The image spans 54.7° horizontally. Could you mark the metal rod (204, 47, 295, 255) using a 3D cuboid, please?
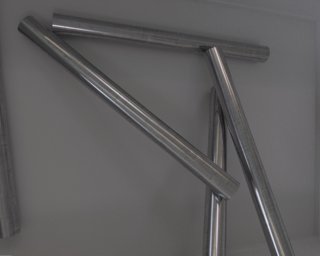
[{"bbox_3d":[0.110,0.037,0.380,0.025,0.025,0.299,-10,74,-20],"label":"metal rod"}]

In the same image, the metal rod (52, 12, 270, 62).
[{"bbox_3d":[0.016,-0.117,0.415,0.302,0.025,0.025,2,89,-20],"label":"metal rod"}]

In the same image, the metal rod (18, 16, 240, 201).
[{"bbox_3d":[-0.037,-0.024,0.349,0.300,0.025,0.025,39,77,3],"label":"metal rod"}]

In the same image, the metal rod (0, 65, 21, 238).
[{"bbox_3d":[-0.186,-0.029,0.341,0.025,0.025,0.298,-7,92,-20],"label":"metal rod"}]

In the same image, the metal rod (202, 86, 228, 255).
[{"bbox_3d":[0.067,0.073,0.367,0.025,0.025,0.300,20,57,-19],"label":"metal rod"}]
